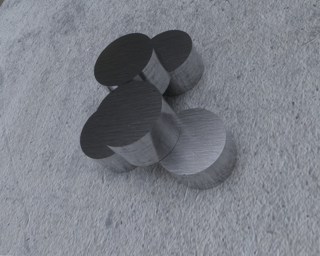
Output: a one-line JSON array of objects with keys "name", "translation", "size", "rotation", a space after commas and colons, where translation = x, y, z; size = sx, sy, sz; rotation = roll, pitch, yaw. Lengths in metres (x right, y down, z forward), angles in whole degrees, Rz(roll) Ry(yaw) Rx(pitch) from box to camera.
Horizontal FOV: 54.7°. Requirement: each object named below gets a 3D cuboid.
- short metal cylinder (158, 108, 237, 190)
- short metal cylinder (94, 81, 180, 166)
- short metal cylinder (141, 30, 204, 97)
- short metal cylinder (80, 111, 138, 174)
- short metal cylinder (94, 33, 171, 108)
[{"name": "short metal cylinder", "translation": [0.042, 0.024, 0.352], "size": [0.080, 0.050, 0.080], "rotation": [-13, 56, 21]}, {"name": "short metal cylinder", "translation": [-0.024, -0.005, 0.340], "size": [0.080, 0.050, 0.080], "rotation": [-13, 56, 20]}, {"name": "short metal cylinder", "translation": [0.016, -0.091, 0.437], "size": [0.080, 0.050, 0.080], "rotation": [-13, 56, 21]}, {"name": "short metal cylinder", "translation": [-0.057, 0.014, 0.411], "size": [0.080, 0.050, 0.080], "rotation": [-13, 56, 21]}, {"name": "short metal cylinder", "translation": [-0.034, -0.070, 0.385], "size": [0.080, 0.050, 0.080], "rotation": [-13, 56, 21]}]
